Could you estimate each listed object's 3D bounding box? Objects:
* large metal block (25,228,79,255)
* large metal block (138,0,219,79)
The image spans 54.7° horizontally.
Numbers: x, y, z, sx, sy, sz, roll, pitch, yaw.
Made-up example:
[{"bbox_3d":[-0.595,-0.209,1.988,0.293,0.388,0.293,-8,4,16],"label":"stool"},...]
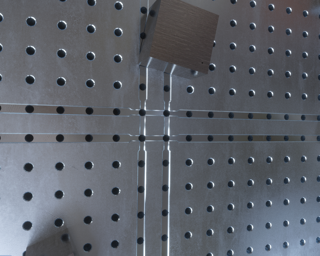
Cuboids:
[{"bbox_3d":[-0.109,0.171,0.344,0.050,0.080,0.080,-23,98,-19],"label":"large metal block"},{"bbox_3d":[0.023,-0.116,0.409,0.081,0.050,0.080,13,86,-20],"label":"large metal block"}]
